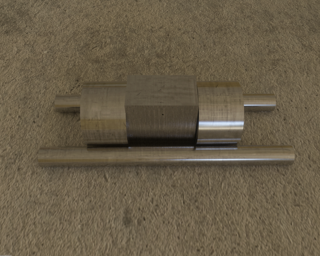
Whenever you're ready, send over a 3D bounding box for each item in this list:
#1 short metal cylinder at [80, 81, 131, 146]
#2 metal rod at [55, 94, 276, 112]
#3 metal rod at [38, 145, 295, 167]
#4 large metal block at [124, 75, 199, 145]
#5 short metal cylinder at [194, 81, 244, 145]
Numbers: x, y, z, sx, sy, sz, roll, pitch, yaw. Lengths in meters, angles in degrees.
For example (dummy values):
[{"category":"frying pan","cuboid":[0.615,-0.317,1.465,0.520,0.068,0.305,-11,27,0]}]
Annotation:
[{"category":"short metal cylinder","cuboid":[-0.064,-0.018,0.383,0.050,0.080,0.080,-1,50,-1]},{"category":"metal rod","cuboid":[0.008,-0.035,0.434,0.302,0.025,0.025,0,50,-1]},{"category":"metal rod","cuboid":[0.008,0.034,0.376,0.302,0.025,0.025,0,50,-1]},{"category":"large metal block","cuboid":[0.002,-0.018,0.381,0.081,0.080,0.050,0,50,0]},{"category":"short metal cylinder","cuboid":[0.068,-0.018,0.384,0.050,0.080,0.080,-1,50,-1]}]
